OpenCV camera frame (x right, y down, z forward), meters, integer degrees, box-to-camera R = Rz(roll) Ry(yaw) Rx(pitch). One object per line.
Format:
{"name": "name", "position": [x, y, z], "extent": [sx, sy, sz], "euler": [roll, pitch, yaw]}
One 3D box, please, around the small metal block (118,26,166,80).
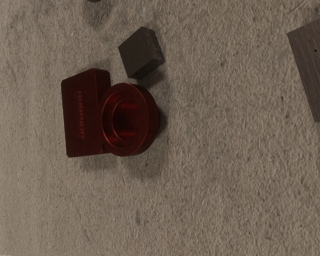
{"name": "small metal block", "position": [-0.026, -0.101, 0.424], "extent": [0.050, 0.025, 0.050], "euler": [-30, 72, 35]}

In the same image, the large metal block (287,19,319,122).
{"name": "large metal block", "position": [0.163, -0.054, 0.254], "extent": [0.080, 0.050, 0.080], "euler": [-20, 77, 38]}

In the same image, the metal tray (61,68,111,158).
{"name": "metal tray", "position": [-0.115, -0.021, 0.494], "extent": [0.090, 0.030, 0.129], "euler": [-10, 84, 39]}

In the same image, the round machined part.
{"name": "round machined part", "position": [-0.038, -0.011, 0.424], "extent": [0.098, 0.042, 0.097], "euler": [0, 90, 39]}

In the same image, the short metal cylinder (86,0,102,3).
{"name": "short metal cylinder", "position": [-0.116, -0.244, 0.482], "extent": [0.080, 0.050, 0.079], "euler": [0, 90, 39]}
